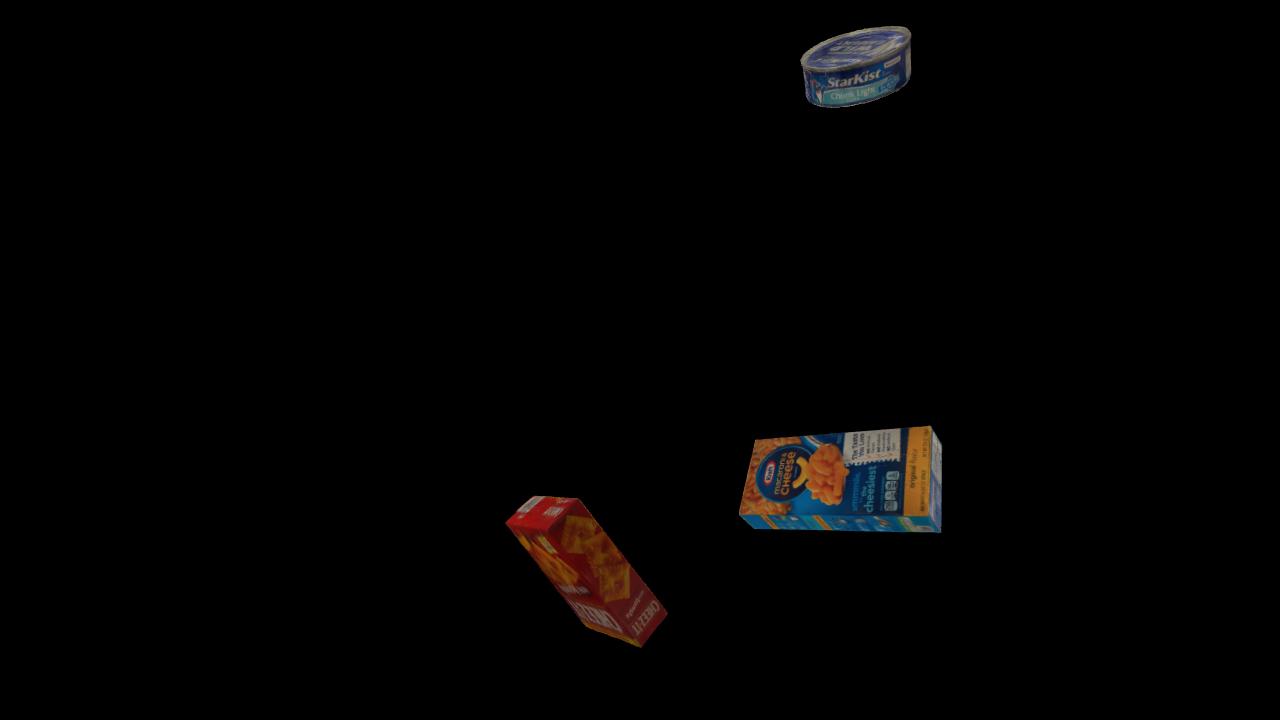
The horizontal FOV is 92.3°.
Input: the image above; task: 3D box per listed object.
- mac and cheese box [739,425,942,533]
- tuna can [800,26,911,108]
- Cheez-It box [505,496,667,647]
[{"bbox_3d":[0.192,0.118,0.600,0.184,0.093,0.041,-12,-44,38],"label":"mac and cheese box"},{"bbox_3d":[0.175,-0.238,0.501,0.084,0.034,0.084,-13,38,11],"label":"tuna can"},{"bbox_3d":[-0.083,0.304,0.901,0.071,0.223,0.166,-42,13,-31],"label":"Cheez-It box"}]
